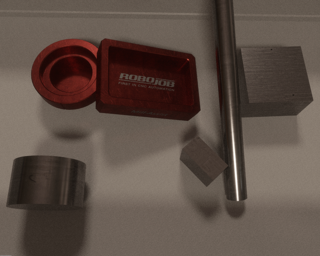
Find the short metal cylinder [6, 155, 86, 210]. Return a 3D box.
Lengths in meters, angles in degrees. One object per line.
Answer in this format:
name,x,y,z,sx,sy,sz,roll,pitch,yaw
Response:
short metal cylinder,-0.128,0.066,0.355,0.081,0.080,0.050,0,70,-1

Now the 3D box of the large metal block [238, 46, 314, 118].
large metal block,0.149,-0.062,0.421,0.081,0.050,0.080,-2,70,-1

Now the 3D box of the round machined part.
round machined part,-0.119,-0.069,0.424,0.099,0.042,0.098,0,70,0

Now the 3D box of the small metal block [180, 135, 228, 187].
small metal block,0.052,0.042,0.382,0.025,0.050,0.050,-41,75,-13

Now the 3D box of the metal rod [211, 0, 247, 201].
metal rod,0.082,-0.062,0.373,0.025,0.025,0.298,-5,93,-2

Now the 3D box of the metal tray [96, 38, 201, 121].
metal tray,-0.015,-0.061,0.405,0.131,0.030,0.090,5,69,-21
